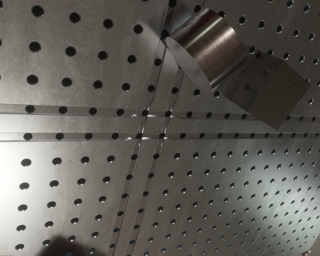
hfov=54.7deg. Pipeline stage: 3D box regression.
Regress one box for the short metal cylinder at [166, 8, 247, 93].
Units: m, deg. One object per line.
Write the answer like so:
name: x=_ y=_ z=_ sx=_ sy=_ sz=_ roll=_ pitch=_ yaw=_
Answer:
short metal cylinder: x=0.052 y=-0.086 z=0.352 sx=0.050 sy=0.080 sz=0.080 roll=-40 pitch=130 yaw=-1

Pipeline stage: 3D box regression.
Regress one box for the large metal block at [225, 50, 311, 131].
large metal block: x=0.157 y=-0.053 z=0.450 sx=0.080 sy=0.050 sz=0.080 roll=24 pitch=105 yaw=-37
